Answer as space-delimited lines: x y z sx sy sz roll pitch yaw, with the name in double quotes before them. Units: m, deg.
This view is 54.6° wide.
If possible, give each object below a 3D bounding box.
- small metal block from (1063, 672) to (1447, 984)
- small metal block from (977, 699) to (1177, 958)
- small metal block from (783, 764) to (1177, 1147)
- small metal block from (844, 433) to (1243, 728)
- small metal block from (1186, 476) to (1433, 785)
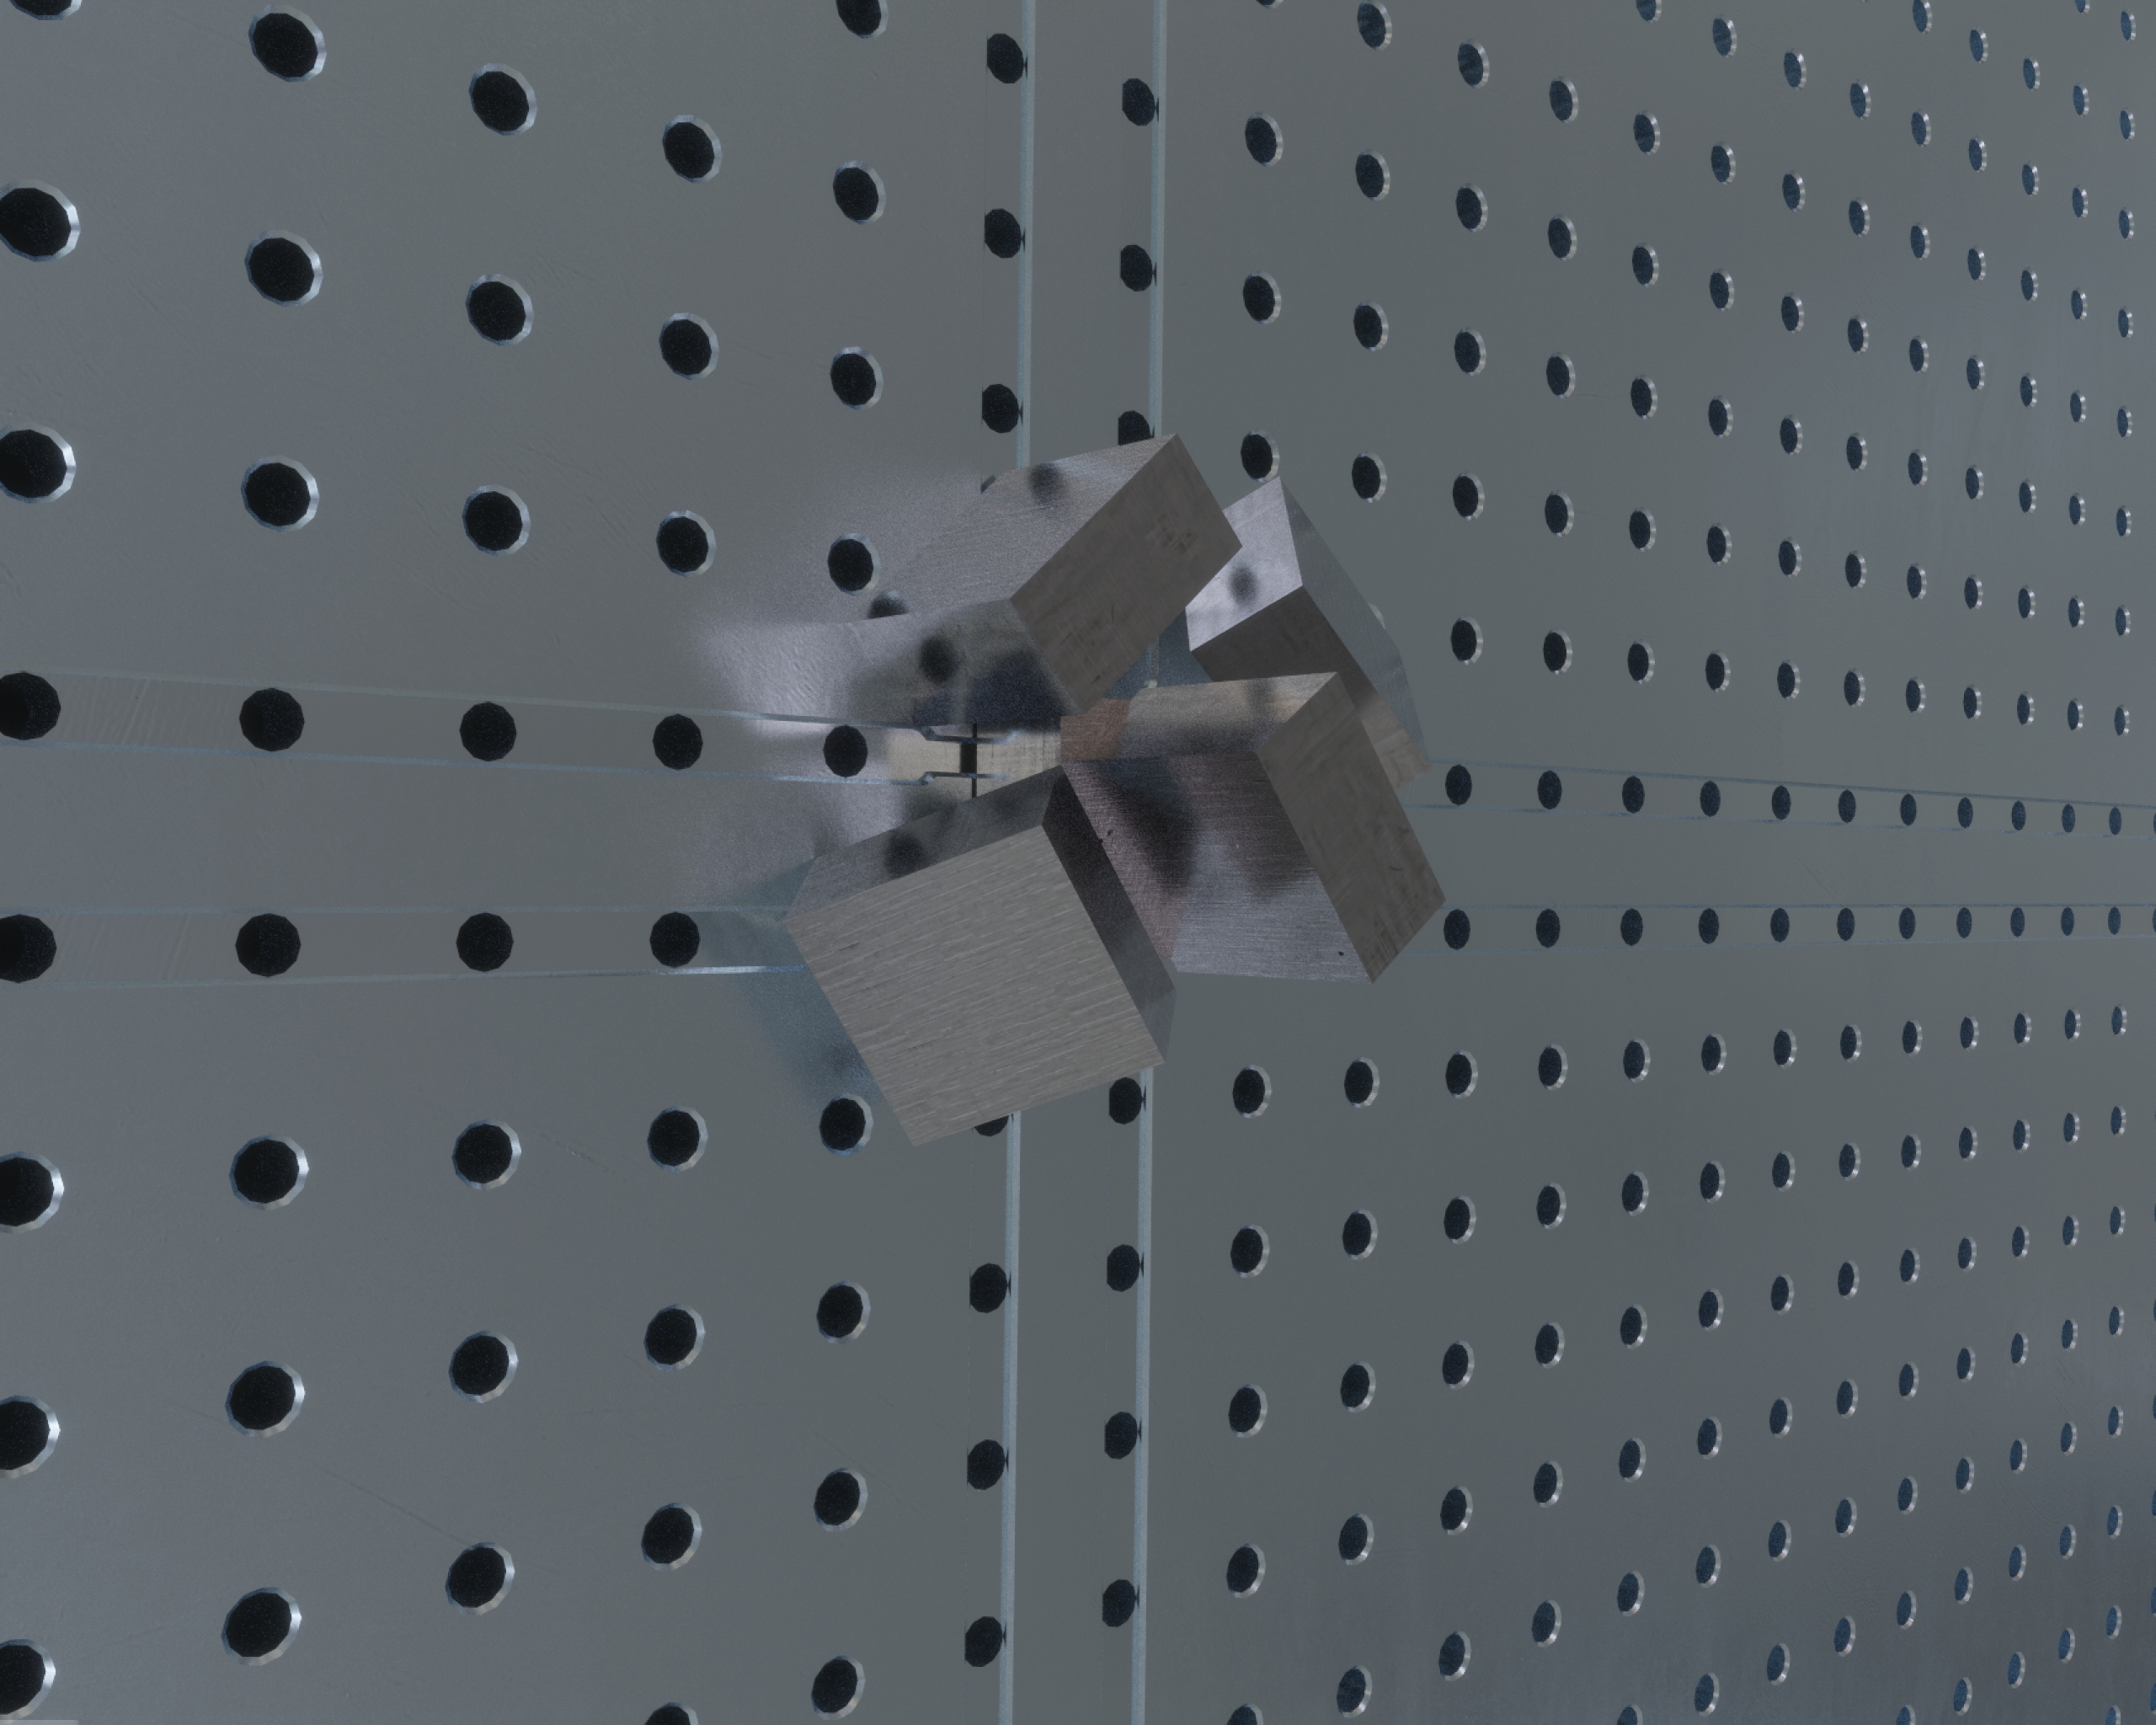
"small metal block" 0.032 -0.006 0.386 0.025 0.050 0.050 -44 117 -32
"small metal block" 0.007 -0.006 0.414 0.050 0.025 0.050 1 89 -41
"small metal block" -0.016 0.017 0.374 0.050 0.050 0.025 63 18 -21
"small metal block" -0.007 -0.051 0.386 0.050 0.050 0.025 -48 119 -29
"small metal block" 0.046 -0.044 0.429 0.050 0.025 0.050 50 21 -28
